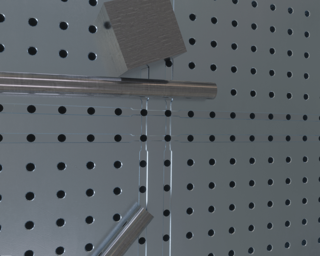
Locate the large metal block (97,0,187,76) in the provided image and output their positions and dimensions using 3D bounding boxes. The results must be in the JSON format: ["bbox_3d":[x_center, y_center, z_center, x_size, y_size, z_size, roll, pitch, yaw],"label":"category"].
[{"bbox_3d":[-0.023,-0.119,0.391,0.081,0.050,0.080,-22,98,-19],"label":"large metal block"}]

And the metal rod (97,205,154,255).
[{"bbox_3d":[-0.113,0.219,0.371,0.025,0.025,0.300,45,76,-15],"label":"metal rod"}]

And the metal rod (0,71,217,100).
[{"bbox_3d":[-0.067,-0.052,0.387,0.303,0.025,0.025,0,90,-20],"label":"metal rod"}]
